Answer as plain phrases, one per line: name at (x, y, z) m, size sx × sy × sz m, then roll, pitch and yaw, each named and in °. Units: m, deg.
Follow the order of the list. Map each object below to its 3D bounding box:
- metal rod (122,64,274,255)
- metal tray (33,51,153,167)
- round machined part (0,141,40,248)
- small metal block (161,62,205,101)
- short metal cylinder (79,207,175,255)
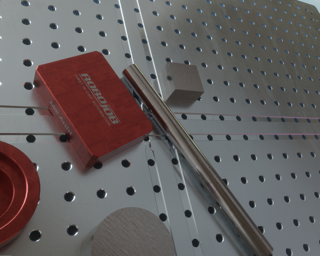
metal rod at (0.044, 0.037, 0.410) m, size 0.025 × 0.025 × 0.299 m, roll -28°, pitch 78°, yaw -38°
metal tray at (-0.081, -0.028, 0.380) m, size 0.091 × 0.030 × 0.130 m, roll -28°, pitch 77°, yaw -37°
round machined part at (-0.161, 0.062, 0.273) m, size 0.099 × 0.042 × 0.098 m, roll 14°, pitch 56°, yaw -21°
small metal block at (0.034, -0.071, 0.472) m, size 0.050 × 0.025 × 0.050 m, roll 2°, pitch 61°, yaw -28°
short metal cylinder at (-0.033, 0.123, 0.300) m, size 0.081 × 0.050 × 0.080 m, roll 14°, pitch 56°, yaw -21°
